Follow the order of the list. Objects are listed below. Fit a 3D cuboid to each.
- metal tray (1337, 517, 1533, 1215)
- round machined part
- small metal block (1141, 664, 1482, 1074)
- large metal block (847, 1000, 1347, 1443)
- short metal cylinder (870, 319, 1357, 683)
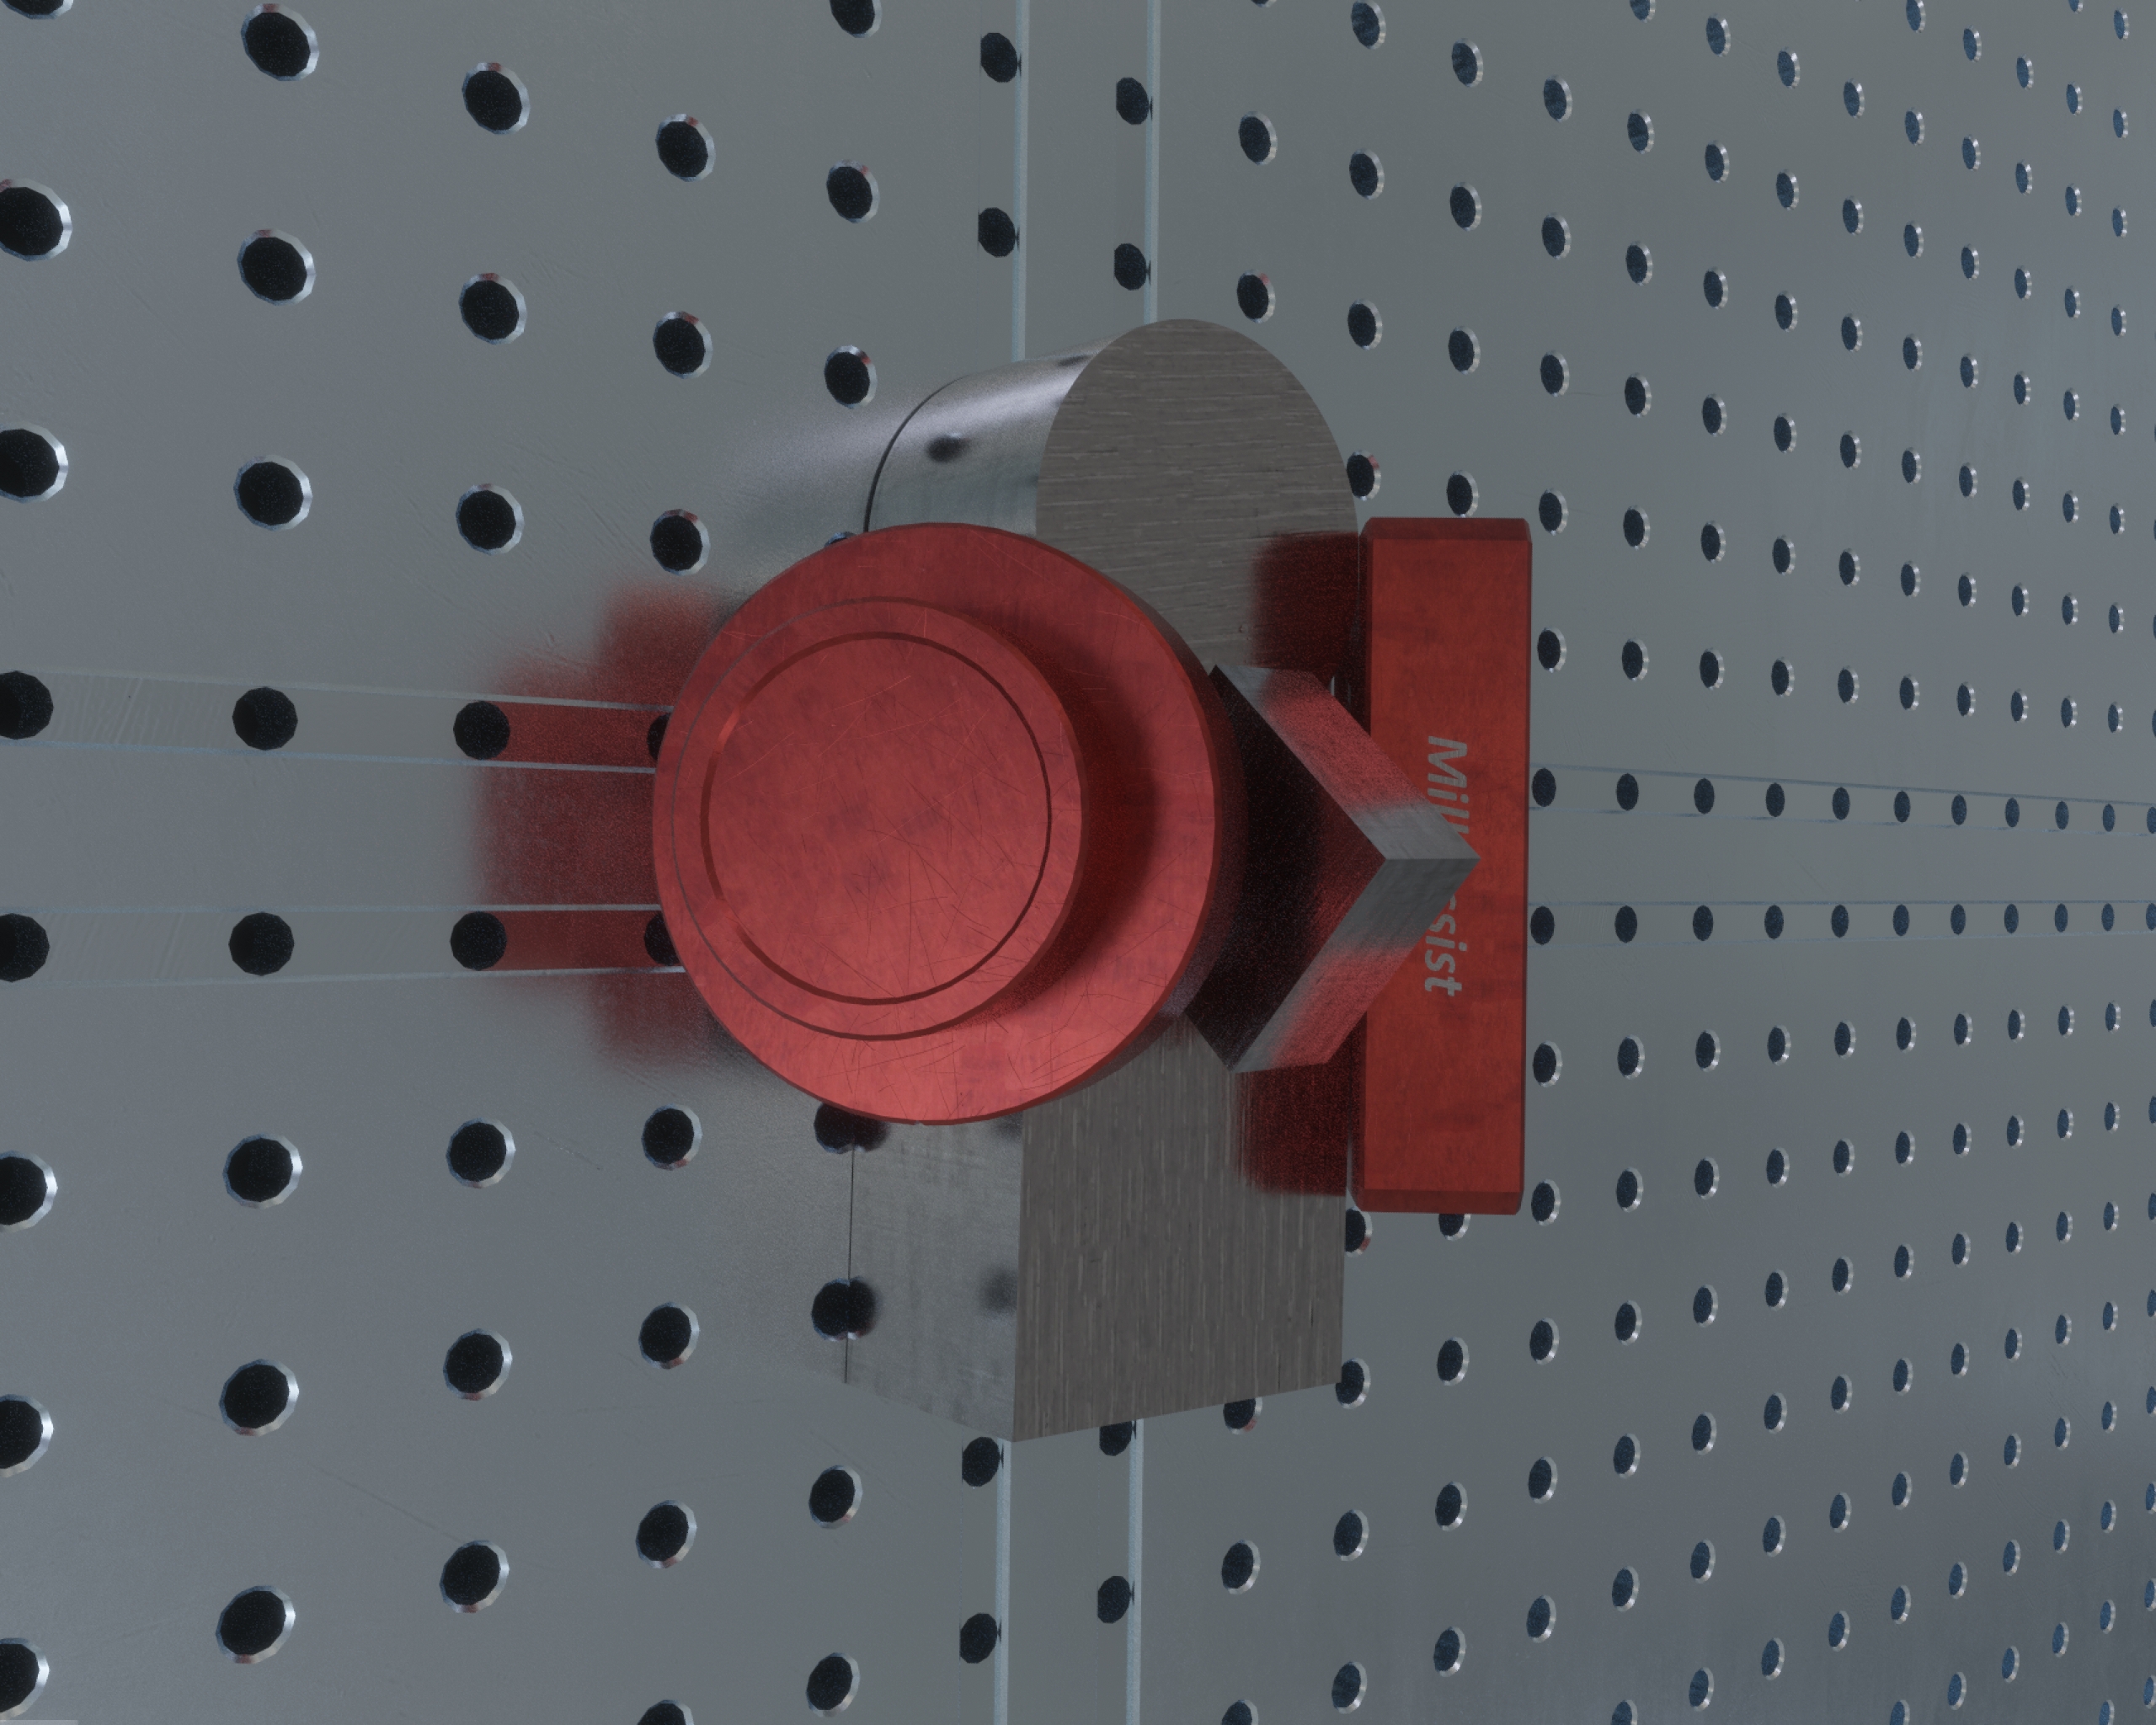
[{"bbox_3d":[0.070,0.001,0.427,0.030,0.090,0.129,1,89,3],"label":"metal tray"},{"bbox_3d":[-0.025,-0.006,0.335,0.042,0.098,0.097,4,87,-73],"label":"round machined part"},{"bbox_3d":[0.034,0.001,0.366,0.025,0.050,0.050,0,133,-43],"label":"small metal block"},{"bbox_3d":[0.005,0.059,0.397,0.081,0.050,0.080,3,88,-40],"label":"large metal block"},{"bbox_3d":[0.008,-0.059,0.398,0.081,0.050,0.080,0,90,-40],"label":"short metal cylinder"}]
